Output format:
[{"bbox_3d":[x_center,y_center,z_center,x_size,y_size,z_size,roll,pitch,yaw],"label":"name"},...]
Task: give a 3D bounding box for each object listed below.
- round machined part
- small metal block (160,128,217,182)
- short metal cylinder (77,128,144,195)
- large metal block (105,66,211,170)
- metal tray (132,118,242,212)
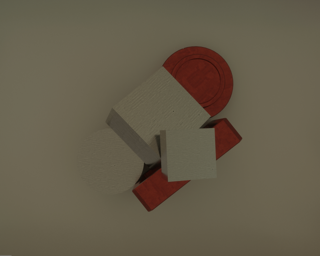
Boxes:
[{"bbox_3d":[0.046,-0.058,0.402,0.099,0.042,0.097,0,90,-1],"label":"round machined part"},{"bbox_3d":[0.028,0.026,0.315,0.050,0.025,0.050,-2,89,-14],"label":"small metal block"},{"bbox_3d":[-0.060,0.040,0.396,0.081,0.050,0.079,0,90,-1],"label":"short metal cylinder"},{"bbox_3d":[-0.003,-0.010,0.362,0.080,0.050,0.080,46,65,0],"label":"large metal block"},{"bbox_3d":[0.030,0.040,0.377,0.130,0.090,0.030,-38,90,-1],"label":"metal tray"}]
